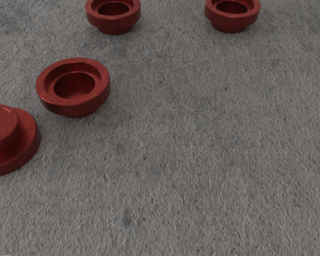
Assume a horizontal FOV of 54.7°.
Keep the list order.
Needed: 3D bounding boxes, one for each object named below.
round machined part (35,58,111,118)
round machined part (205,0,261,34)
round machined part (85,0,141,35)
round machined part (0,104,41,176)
[{"bbox_3d":[-0.118,-0.052,0.435,0.099,0.042,0.098,0,50,0],"label":"round machined part"},{"bbox_3d":[0.131,-0.211,0.570,0.099,0.042,0.098,0,50,0],"label":"round machined part"},{"bbox_3d":[-0.084,-0.206,0.565,0.099,0.042,0.098,0,50,0],"label":"round machined part"},{"bbox_3d":[-0.204,0.009,0.383,0.099,0.042,0.098,0,50,0],"label":"round machined part"}]
